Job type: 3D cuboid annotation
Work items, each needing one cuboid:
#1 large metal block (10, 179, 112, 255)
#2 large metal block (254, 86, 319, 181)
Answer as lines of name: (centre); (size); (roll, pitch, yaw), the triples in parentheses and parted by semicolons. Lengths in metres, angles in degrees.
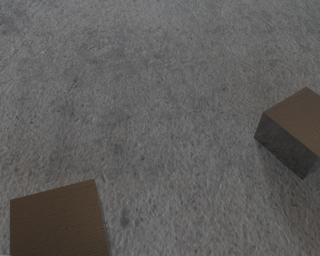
large metal block: (-0.093, 0.105, 0.298); (0.081, 0.050, 0.080); (-13, 51, -11)
large metal block: (0.180, 0.004, 0.386); (0.081, 0.050, 0.080); (-28, 56, -22)
